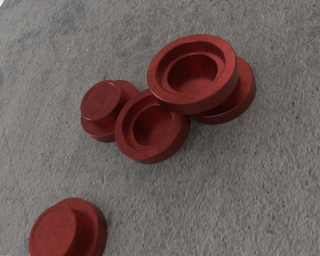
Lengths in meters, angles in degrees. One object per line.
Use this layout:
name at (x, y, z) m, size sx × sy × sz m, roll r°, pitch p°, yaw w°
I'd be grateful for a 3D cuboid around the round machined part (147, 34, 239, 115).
round machined part at (0.038, -0.055, 0.348) m, size 0.098 × 0.042 × 0.098 m, roll -10°, pitch 56°, yaw 15°

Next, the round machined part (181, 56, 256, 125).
round machined part at (0.068, -0.057, 0.392) m, size 0.098 × 0.042 × 0.098 m, roll -13°, pitch 56°, yaw 21°

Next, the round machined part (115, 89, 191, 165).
round machined part at (-0.005, 0.000, 0.392) m, size 0.098 × 0.042 × 0.098 m, roll -14°, pitch 59°, yaw 25°

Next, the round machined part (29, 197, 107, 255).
round machined part at (-0.117, 0.131, 0.374) m, size 0.098 × 0.042 × 0.098 m, roll -13°, pitch 56°, yaw 21°

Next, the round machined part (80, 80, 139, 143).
round machined part at (-0.076, -0.031, 0.452) m, size 0.098 × 0.042 × 0.098 m, roll -13°, pitch 56°, yaw 21°
